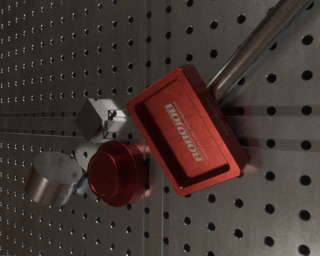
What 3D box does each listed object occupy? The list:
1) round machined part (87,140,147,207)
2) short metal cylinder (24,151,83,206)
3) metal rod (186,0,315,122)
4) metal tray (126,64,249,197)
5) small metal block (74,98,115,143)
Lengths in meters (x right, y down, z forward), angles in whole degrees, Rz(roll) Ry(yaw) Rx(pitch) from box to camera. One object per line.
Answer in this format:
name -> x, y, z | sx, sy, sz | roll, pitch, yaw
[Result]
round machined part -> -0.069, 0.067, 0.453 | 0.098, 0.042, 0.097 | 0, 90, 39
short metal cylinder -> -0.178, 0.083, 0.517 | 0.080, 0.081, 0.050 | 45, 117, 30
metal rod -> 0.124, -0.114, 0.306 | 0.298, 0.025, 0.025 | -50, 61, 28
metal tray -> 0.029, 0.005, 0.354 | 0.090, 0.030, 0.130 | -30, 91, 35
small metal block -> -0.105, -0.011, 0.493 | 0.050, 0.025, 0.050 | 52, 120, 27
